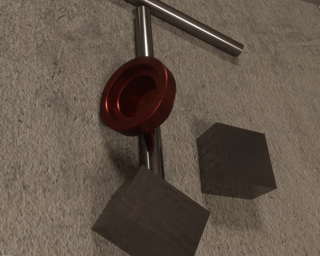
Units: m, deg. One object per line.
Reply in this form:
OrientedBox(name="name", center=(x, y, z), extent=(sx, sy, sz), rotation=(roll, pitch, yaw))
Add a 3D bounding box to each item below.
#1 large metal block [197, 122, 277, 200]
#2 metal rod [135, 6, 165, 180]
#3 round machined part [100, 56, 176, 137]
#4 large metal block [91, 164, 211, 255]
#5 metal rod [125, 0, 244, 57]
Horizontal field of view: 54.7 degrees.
OrientedBox(name="large metal block", center=(0.100, 0.046, 0.416), extent=(0.081, 0.050, 0.080), rotation=(12, 57, -22))
OrientedBox(name="metal rod", center=(-0.017, -0.059, 0.432), extent=(0.025, 0.025, 0.299), rotation=(9, 58, -24))
OrientedBox(name="round machined part", center=(-0.022, -0.035, 0.378), extent=(0.042, 0.098, 0.098), rotation=(35, 42, -49))
OrientedBox(name="large metal block", center=(-0.011, 0.092, 0.307), extent=(0.080, 0.080, 0.050), rotation=(36, 51, -5))
OrientedBox(name="metal rod", center=(0.012, -0.198, 0.532), extent=(0.302, 0.025, 0.025), rotation=(22, 53, -15))
